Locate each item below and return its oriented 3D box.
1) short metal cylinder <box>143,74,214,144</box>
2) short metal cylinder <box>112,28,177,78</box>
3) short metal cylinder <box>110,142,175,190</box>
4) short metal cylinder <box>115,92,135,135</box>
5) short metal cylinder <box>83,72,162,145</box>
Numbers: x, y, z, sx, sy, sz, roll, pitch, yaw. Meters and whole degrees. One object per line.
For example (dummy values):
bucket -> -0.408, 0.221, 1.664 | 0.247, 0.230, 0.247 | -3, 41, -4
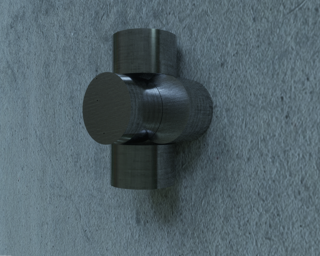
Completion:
short metal cylinder -> 0.017, -0.022, 0.374 | 0.080, 0.050, 0.079 | 0, 90, 39
short metal cylinder -> -0.019, -0.087, 0.385 | 0.080, 0.081, 0.050 | 0, 90, 39
short metal cylinder -> -0.022, 0.044, 0.387 | 0.080, 0.081, 0.050 | 1, 91, 39
short metal cylinder -> -0.045, -0.022, 0.425 | 0.080, 0.050, 0.079 | 0, 90, 39
short metal cylinder -> -0.044, -0.022, 0.359 | 0.080, 0.050, 0.079 | 0, 90, 39
